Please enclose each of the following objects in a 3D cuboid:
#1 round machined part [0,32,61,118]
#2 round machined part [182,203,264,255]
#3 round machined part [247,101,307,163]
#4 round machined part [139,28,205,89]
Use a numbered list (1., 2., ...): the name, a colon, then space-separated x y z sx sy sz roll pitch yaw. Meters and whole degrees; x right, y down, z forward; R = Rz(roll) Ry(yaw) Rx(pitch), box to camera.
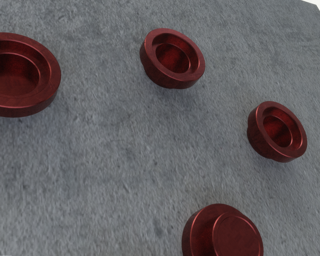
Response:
1. round machined part: -0.163 -0.053 0.338 0.099 0.042 0.098 14 56 -21
2. round machined part: 0.078 0.134 0.355 0.099 0.042 0.098 14 56 -21
3. round machined part: 0.177 0.010 0.485 0.099 0.042 0.098 14 56 -21
4. round machined part: 0.015 -0.098 0.462 0.099 0.042 0.098 14 56 -21
